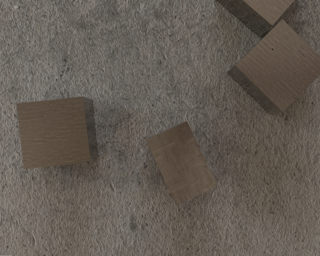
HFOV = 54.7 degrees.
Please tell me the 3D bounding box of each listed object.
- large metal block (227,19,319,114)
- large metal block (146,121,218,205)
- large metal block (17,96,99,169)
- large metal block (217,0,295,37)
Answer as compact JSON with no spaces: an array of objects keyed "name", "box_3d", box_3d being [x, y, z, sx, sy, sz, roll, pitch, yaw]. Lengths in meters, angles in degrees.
[{"name":"large metal block","box_3d":[0.148,-0.076,0.398,0.080,0.050,0.080,45,90,0]},{"name":"large metal block","box_3d":[0.024,0.039,0.383,0.050,0.080,0.080,-25,90,0]},{"name":"large metal block","box_3d":[-0.128,0.006,0.396,0.080,0.050,0.080,-6,90,0]},{"name":"large metal block","box_3d":[0.132,-0.180,0.398,0.080,0.050,0.080,41,90,0]}]
